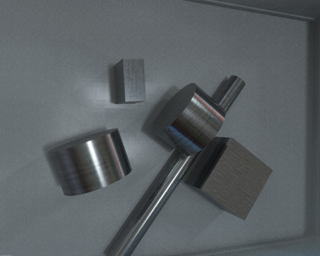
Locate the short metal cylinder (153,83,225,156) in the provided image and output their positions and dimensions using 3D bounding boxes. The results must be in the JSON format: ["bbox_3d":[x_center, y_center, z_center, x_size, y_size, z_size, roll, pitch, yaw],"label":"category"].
[{"bbox_3d":[0.036,-0.011,0.396,0.050,0.080,0.080,39,77,-16],"label":"short metal cylinder"}]

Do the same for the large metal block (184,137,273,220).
[{"bbox_3d":[0.096,0.068,0.434,0.080,0.050,0.080,37,78,-17],"label":"large metal block"}]

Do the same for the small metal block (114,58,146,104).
[{"bbox_3d":[-0.038,-0.056,0.384,0.025,0.050,0.050,-4,92,-20],"label":"small metal block"}]

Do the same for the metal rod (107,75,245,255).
[{"bbox_3d":[0.028,0.050,0.422,0.025,0.025,0.300,39,77,-16],"label":"metal rod"}]

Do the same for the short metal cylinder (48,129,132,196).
[{"bbox_3d":[-0.078,0.037,0.353,0.081,0.080,0.050,-20,97,-19],"label":"short metal cylinder"}]
